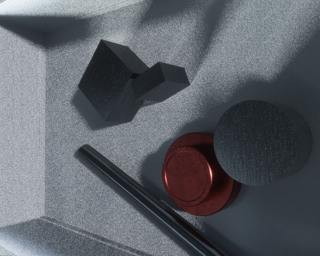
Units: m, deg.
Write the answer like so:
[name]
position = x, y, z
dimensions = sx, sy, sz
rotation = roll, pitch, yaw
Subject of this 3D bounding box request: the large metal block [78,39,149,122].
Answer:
[large metal block]
position = -0.061, -0.065, 0.439
dimensions = 0.080, 0.050, 0.080
rotation = 49, 118, 28

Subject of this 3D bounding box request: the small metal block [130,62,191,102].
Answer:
[small metal block]
position = 0.001, -0.056, 0.388
dimensions = 0.050, 0.050, 0.025
rotation = -28, 73, 36

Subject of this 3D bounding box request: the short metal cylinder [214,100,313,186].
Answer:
[short metal cylinder]
position = 0.101, 0.014, 0.306
dimensions = 0.080, 0.050, 0.079
rotation = 0, 90, 39

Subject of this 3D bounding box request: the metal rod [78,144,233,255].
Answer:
[metal rod]
position = -0.017, 0.100, 0.418
dimensions = 0.300, 0.025, 0.025
rotation = 30, 109, 35

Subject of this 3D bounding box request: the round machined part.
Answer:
[round machined part]
position = 0.041, 0.054, 0.360
dimensions = 0.098, 0.042, 0.097
rotation = 0, 90, 39
